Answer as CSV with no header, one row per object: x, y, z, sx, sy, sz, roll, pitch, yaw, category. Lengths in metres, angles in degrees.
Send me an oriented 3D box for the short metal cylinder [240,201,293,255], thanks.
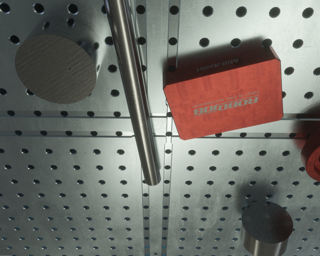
0.178,0.171,0.523,0.080,0.080,0.050,-5,130,4,short metal cylinder

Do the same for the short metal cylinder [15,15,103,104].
-0.105,-0.073,0.332,0.081,0.050,0.079,0,130,0,short metal cylinder

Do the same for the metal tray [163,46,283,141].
0.077,-0.038,0.376,0.130,0.030,0.090,-13,129,10,metal tray

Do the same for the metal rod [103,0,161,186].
-0.028,-0.033,0.382,0.025,0.025,0.298,-5,130,4,metal rod

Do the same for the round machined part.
0.245,0.029,0.427,0.099,0.042,0.097,0,130,0,round machined part
